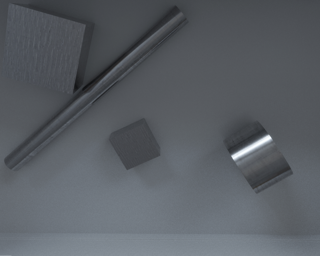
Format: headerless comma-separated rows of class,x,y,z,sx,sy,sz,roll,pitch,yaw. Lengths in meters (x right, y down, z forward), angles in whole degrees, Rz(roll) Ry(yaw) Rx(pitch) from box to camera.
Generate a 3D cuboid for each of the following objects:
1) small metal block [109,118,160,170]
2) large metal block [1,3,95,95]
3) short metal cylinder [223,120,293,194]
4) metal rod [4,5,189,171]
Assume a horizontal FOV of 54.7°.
small metal block,-0.033,0.022,0.419,0.050,0.025,0.050,-25,109,8
large metal block,-0.129,-0.093,0.362,0.081,0.050,0.079,15,109,-6
short metal cylinder,0.124,0.037,0.398,0.050,0.080,0.080,-33,107,11
metal rod,-0.089,-0.042,0.394,0.300,0.025,0.025,-39,106,12
